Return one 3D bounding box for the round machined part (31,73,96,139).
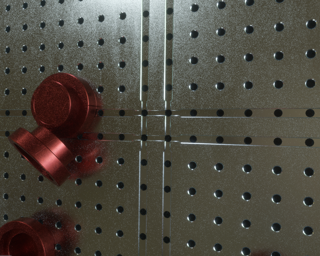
[{"bbox_3d":[-0.147,-0.033,0.454,0.098,0.042,0.097,0,90,19],"label":"round machined part"}]

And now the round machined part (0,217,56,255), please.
[{"bbox_3d":[-0.201,0.185,0.472,0.098,0.042,0.097,0,90,19],"label":"round machined part"}]

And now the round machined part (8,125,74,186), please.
[{"bbox_3d":[-0.163,0.034,0.440,0.098,0.098,0.042,35,64,16],"label":"round machined part"}]
